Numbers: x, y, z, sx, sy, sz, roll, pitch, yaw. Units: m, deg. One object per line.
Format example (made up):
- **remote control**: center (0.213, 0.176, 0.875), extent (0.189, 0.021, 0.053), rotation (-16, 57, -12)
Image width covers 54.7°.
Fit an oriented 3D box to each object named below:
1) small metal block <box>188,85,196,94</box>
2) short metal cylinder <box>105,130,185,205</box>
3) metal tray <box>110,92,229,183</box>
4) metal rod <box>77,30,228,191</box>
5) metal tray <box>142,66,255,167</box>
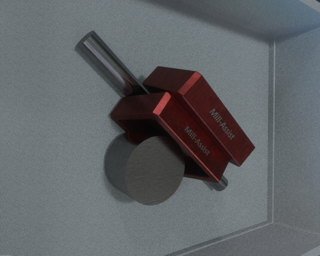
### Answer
- **small metal block**: center (0.025, -0.041, 0.427), extent (0.050, 0.025, 0.050), rotation (48, 61, -30)
- **short metal cylinder**: center (-0.018, 0.045, 0.368), extent (0.081, 0.050, 0.079), rotation (-6, 100, -34)
- **metal tray**: center (0.012, 0.014, 0.375), extent (0.130, 0.090, 0.030), rotation (47, 62, -30)
- **metal rod**: center (0.007, -0.005, 0.415), extent (0.300, 0.025, 0.025), rotation (46, 62, -30)
- **metal tray**: center (0.046, -0.014, 0.370), extent (0.030, 0.090, 0.130), rotation (-49, 121, -9)
